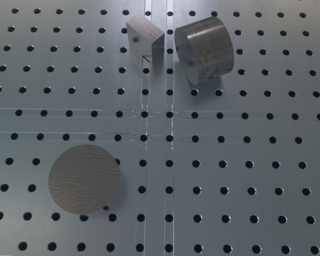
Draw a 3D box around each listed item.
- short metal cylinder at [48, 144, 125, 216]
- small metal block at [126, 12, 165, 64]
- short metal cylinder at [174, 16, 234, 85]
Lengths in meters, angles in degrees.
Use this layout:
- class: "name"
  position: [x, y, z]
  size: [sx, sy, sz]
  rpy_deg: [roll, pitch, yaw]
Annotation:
- class: "short metal cylinder"
  position: [-0.086, 0.065, 0.374]
  size: [0.081, 0.050, 0.080]
  rpy_deg: [0, 70, 0]
- class: "small metal block"
  position: [-0.020, -0.129, 0.445]
  size: [0.050, 0.050, 0.025]
  rpy_deg: [43, 76, 14]
- class: "short metal cylinder"
  position: [0.058, -0.105, 0.421]
  size: [0.050, 0.080, 0.080]
  rpy_deg: [-21, 72, -7]
